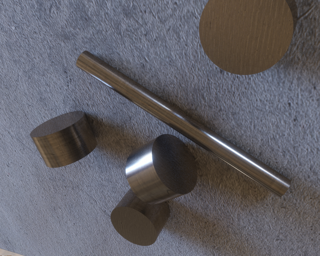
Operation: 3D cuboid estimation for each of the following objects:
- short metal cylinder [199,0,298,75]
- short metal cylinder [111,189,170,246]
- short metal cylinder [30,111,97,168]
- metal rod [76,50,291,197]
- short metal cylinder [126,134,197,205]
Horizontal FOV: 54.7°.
[{"bbox_3d":[0.083,-0.096,0.288,0.080,0.050,0.079,13,124,21],"label":"short metal cylinder"},{"bbox_3d":[-0.031,0.139,0.493,0.080,0.050,0.079,13,124,21],"label":"short metal cylinder"},{"bbox_3d":[-0.140,0.015,0.454,0.080,0.080,0.050,-5,116,30],"label":"short metal cylinder"},{"bbox_3d":[0.024,-0.009,0.388,0.301,0.025,0.025,33,129,6],"label":"metal rod"},{"bbox_3d":[0.003,0.054,0.403,0.050,0.080,0.080,-31,101,38],"label":"short metal cylinder"}]
